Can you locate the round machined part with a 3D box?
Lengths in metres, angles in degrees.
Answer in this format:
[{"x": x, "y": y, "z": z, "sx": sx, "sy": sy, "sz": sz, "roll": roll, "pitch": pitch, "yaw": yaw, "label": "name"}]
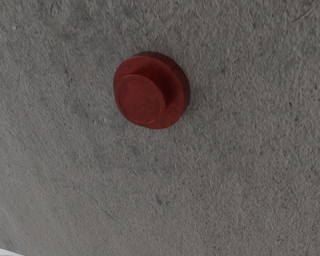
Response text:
[{"x": -0.016, "y": -0.040, "z": 0.380, "sx": 0.098, "sy": 0.042, "sz": 0.097, "roll": 13, "pitch": 124, "yaw": 21, "label": "round machined part"}]
